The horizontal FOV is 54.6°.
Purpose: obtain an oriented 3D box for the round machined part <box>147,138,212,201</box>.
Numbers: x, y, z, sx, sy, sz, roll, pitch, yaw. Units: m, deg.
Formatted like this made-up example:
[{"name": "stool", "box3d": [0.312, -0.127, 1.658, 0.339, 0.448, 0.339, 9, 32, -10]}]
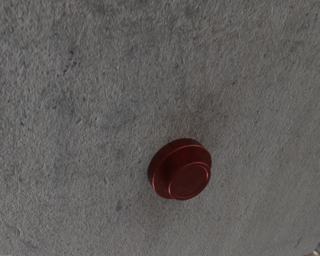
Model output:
[{"name": "round machined part", "box3d": [0.035, 0.067, 0.455, 0.099, 0.042, 0.097, -14, 124, -21]}]
